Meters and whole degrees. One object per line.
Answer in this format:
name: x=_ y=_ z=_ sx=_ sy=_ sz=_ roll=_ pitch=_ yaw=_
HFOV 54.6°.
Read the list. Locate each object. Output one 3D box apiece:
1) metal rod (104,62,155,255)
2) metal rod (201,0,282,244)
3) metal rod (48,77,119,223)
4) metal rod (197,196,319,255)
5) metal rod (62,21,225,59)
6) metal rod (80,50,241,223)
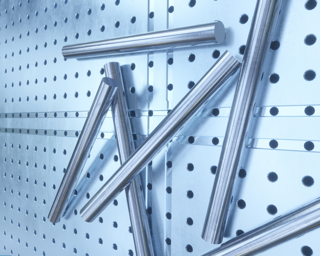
metal rod: x=-0.045 y=0.049 z=0.447 sx=0.025 sy=0.025 sz=0.299 roll=-18 pitch=78 yaw=38
metal rod: x=0.089 y=-0.016 z=0.336 sx=0.025 sy=0.025 sz=0.298 roll=19 pitch=102 yaw=38
metal rod: x=-0.131 y=0.051 z=0.500 sx=0.025 sy=0.025 sz=0.298 roll=47 pitch=124 yaw=30
metal rod: x=0.099 y=0.122 z=0.328 sx=0.299 sy=0.025 sz=0.025 roll=-41 pitch=65 yaw=32
metal rod: x=-0.047 y=-0.121 z=0.449 sx=0.300 sy=0.025 sz=0.025 roll=6 pitch=94 yaw=40
metal rod: x=-0.011 y=0.024 z=0.396 sx=0.299 sy=0.025 sz=0.025 roll=-47 pitch=62 yaw=21
